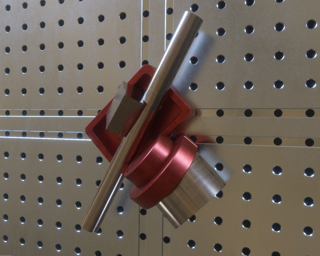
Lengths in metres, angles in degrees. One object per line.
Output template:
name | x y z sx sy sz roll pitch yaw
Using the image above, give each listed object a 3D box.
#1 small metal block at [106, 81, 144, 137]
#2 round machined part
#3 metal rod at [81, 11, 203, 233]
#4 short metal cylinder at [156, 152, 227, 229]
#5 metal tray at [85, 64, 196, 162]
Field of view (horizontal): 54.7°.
small metal block | -0.046 -0.025 0.391 0.025 0.050 0.050 23 112 -20
round machined part | -0.005 0.043 0.364 0.042 0.098 0.098 41 103 -7
metal rod | -0.027 0.000 0.389 0.025 0.025 0.298 30 99 17
short metal cylinder | 0.032 0.074 0.370 0.080 0.080 0.050 -45 76 14
metal tray | -0.028 -0.009 0.418 0.130 0.030 0.090 -45 77 14
